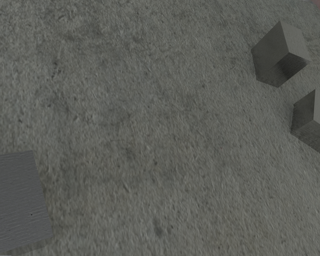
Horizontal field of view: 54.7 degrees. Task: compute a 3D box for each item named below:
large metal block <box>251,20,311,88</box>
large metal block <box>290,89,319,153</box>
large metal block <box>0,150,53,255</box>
[{"bbox_3d":[0.220,-0.135,0.573,0.050,0.080,0.080,15,56,-21],"label":"large metal block"},{"bbox_3d":[0.286,-0.009,0.550,0.080,0.050,0.080,32,51,-8],"label":"large metal block"},{"bbox_3d":[-0.146,0.072,0.266,0.081,0.050,0.080,-9,66,-32],"label":"large metal block"}]
